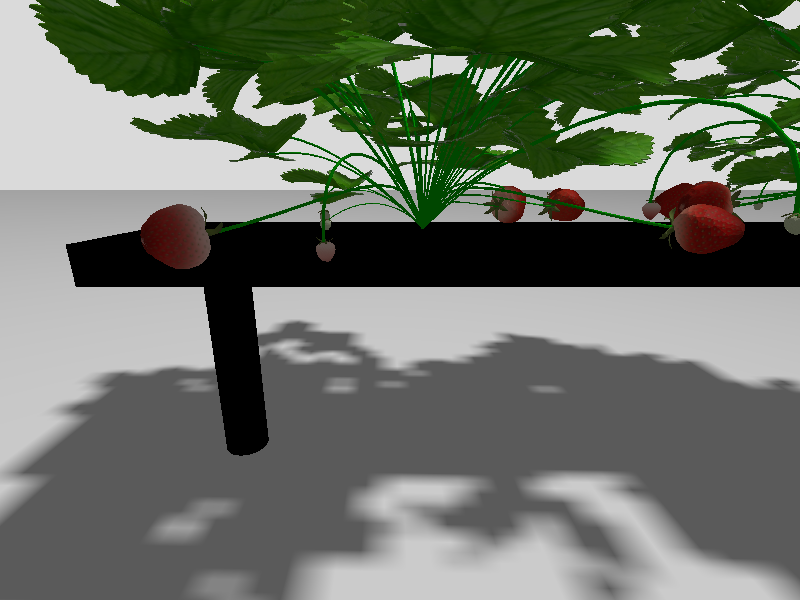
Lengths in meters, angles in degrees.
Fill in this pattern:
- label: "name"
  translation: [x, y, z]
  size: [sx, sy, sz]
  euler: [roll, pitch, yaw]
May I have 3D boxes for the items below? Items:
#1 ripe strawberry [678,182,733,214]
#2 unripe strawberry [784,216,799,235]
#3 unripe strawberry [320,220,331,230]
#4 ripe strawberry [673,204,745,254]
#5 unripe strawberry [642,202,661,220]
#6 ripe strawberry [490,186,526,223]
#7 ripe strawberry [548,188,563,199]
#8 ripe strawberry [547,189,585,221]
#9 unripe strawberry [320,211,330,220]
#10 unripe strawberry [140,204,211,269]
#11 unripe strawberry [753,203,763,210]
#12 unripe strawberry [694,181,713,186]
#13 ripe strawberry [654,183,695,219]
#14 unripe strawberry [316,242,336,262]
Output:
- label: "ripe strawberry"
  translation: [0.243, -0.075, 0.321]
  size: [0.037, 0.039, 0.034]
  euler: [-2, 17, -5]
- label: "unripe strawberry"
  translation: [0.186, -0.035, 0.187]
  size: [0.010, 0.010, 0.009]
  euler: [16, 23, 42]
- label: "unripe strawberry"
  translation: [-0.066, -0.066, 0.354]
  size: [0.010, 0.010, 0.009]
  euler: [1, 17, 5]
- label: "ripe strawberry"
  translation: [0.169, -0.039, 0.221]
  size: [0.031, 0.027, 0.031]
  euler: [15, 22, 38]
- label: "unripe strawberry"
  translation: [0.224, -0.080, 0.358]
  size: [0.015, 0.015, 0.014]
  euler: [1, 17, 3]
- label: "ripe strawberry"
  translation: [0.112, -0.097, 0.407]
  size: [0.037, 0.037, 0.035]
  euler: [-11, 20, -34]
- label: "ripe strawberry"
  translation: [0.190, -0.115, 0.471]
  size: [0.033, 0.032, 0.030]
  euler: [-12, 21, -36]
- label: "ripe strawberry"
  translation: [0.164, -0.093, 0.392]
  size: [0.036, 0.031, 0.036]
  euler: [-5, 18, -19]
- label: "unripe strawberry"
  translation: [-0.074, -0.082, 0.395]
  size: [0.010, 0.011, 0.011]
  euler: [9, 19, 27]
- label: "unripe strawberry"
  translation: [-0.105, -0.029, 0.186]
  size: [0.026, 0.030, 0.028]
  euler: [12, 21, 35]
- label: "unripe strawberry"
  translation: [0.449, -0.117, 0.502]
  size: [0.009, 0.010, 0.010]
  euler: [-2, 17, -7]
- label: "unripe strawberry"
  translation: [0.336, -0.114, 0.449]
  size: [0.039, 0.039, 0.043]
  euler: [13, 21, 38]
- label: "ripe strawberry"
  translation: [0.286, -0.102, 0.417]
  size: [0.040, 0.039, 0.037]
  euler: [6, 18, 22]
- label: "unripe strawberry"
  translation: [-0.038, -0.024, 0.203]
  size: [0.009, 0.010, 0.011]
  euler: [6, 18, 20]
